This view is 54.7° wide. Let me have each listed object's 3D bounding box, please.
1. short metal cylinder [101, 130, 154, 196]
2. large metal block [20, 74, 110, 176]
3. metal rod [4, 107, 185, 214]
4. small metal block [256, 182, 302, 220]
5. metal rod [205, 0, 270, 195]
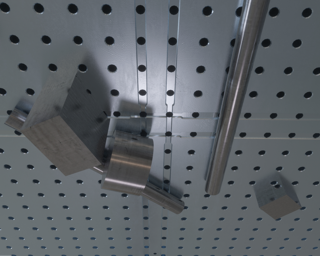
[{"bbox_3d":[-0.045,0.047,0.415,0.050,0.080,0.079,14,129,-12],"label":"short metal cylinder"},{"bbox_3d":[-0.107,-0.003,0.372,0.050,0.080,0.080,-19,128,15],"label":"large metal block"},{"bbox_3d":[-0.080,0.059,0.461,0.301,0.025,0.025,34,122,-26],"label":"metal rod"},{"bbox_3d":[0.199,0.123,0.519,0.050,0.025,0.050,-37,122,27],"label":"small metal block"},{"bbox_3d":[0.090,-0.016,0.399,0.025,0.025,0.298,2,130,-2],"label":"metal rod"}]
